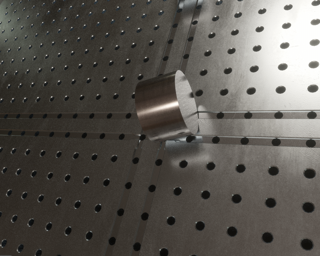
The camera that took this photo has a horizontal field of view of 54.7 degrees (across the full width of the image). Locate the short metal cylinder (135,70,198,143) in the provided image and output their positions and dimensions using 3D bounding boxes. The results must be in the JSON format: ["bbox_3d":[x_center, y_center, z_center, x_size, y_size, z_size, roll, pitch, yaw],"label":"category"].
[{"bbox_3d":[0.010,-0.026,0.382,0.050,0.080,0.080,-14,56,20],"label":"short metal cylinder"}]
